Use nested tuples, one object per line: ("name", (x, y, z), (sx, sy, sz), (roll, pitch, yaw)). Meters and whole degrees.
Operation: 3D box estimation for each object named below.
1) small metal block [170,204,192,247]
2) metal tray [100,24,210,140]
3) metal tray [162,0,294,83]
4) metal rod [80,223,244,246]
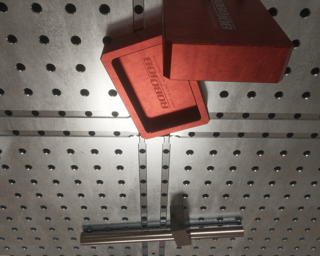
("small metal block", (0.036, 0.170, 0.541), (0.025, 0.050, 0.050), (-12, 129, 10))
("metal tray", (-0.001, -0.050, 0.365), (0.090, 0.030, 0.130), (-15, 129, 12))
("metal tray", (0.048, -0.087, 0.269), (0.091, 0.130, 0.030), (2, 130, -2))
("metal rod", (0.003, 0.199, 0.581), (0.302, 0.025, 0.025), (-4, 130, 3))
